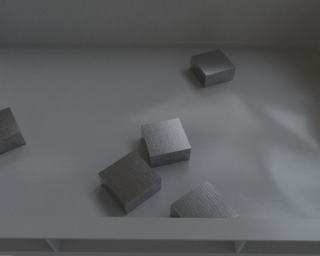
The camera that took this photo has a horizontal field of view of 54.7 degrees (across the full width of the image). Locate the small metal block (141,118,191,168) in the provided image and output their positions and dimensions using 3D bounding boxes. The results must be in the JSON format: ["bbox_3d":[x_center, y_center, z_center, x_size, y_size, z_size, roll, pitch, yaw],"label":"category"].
[{"bbox_3d":[0.006,0.018,0.390,0.050,0.025,0.050,-11,51,-10],"label":"small metal block"}]

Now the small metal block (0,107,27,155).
[{"bbox_3d":[-0.208,0.006,0.397,0.050,0.025,0.050,-25,55,-20],"label":"small metal block"}]

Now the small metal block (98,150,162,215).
[{"bbox_3d":[-0.034,0.061,0.353,0.050,0.025,0.050,-33,58,-25],"label":"small metal block"}]

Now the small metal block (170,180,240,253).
[{"bbox_3d":[0.046,0.092,0.328,0.050,0.025,0.050,-28,56,-22],"label":"small metal block"}]

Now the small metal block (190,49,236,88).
[{"bbox_3d":[0.082,-0.094,0.485,0.050,0.025,0.050,-17,52,-14],"label":"small metal block"}]
